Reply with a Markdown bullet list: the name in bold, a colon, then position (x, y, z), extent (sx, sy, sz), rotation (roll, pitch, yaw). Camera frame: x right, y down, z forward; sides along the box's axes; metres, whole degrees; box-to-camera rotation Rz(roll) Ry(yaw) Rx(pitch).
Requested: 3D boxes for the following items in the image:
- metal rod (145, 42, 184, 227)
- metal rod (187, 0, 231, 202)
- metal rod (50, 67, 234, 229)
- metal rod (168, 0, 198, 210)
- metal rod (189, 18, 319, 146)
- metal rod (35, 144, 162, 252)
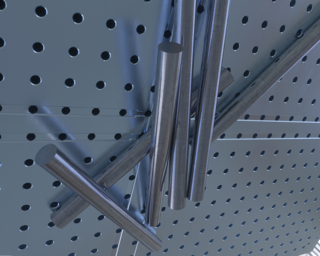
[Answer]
- **metal rod**: position (-0.001, 0.034, 0.398), extent (0.025, 0.025, 0.298), rotation (-13, 134, -21)
- **metal rod**: position (0.060, -0.043, 0.386), extent (0.025, 0.025, 0.298), rotation (-5, 112, -26)
- **metal rod**: position (-0.023, 0.026, 0.413), extent (0.300, 0.025, 0.025), rotation (-41, 129, 0)
- **metal rod**: position (0.026, -0.031, 0.378), extent (0.025, 0.025, 0.298), rotation (-9, 114, -24)
- **metal rod**: position (0.159, -0.073, 0.451), extent (0.300, 0.025, 0.025), rotation (-44, 129, 2)
- **metal rod**: position (-0.061, 0.113, 0.419), extent (0.025, 0.025, 0.300), rotation (-36, 138, -4)
